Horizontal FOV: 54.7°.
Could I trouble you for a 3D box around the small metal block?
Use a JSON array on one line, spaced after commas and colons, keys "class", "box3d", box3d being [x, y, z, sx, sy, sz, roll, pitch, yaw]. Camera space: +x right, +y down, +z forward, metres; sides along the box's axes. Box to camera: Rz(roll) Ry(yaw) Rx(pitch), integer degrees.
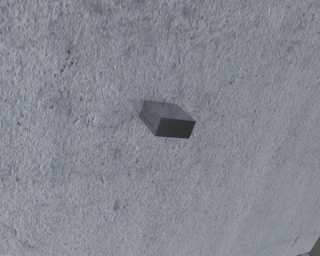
[{"class": "small metal block", "box3d": [0.009, -0.011, 0.391, 0.050, 0.050, 0.025, 5, 116, -31]}]
